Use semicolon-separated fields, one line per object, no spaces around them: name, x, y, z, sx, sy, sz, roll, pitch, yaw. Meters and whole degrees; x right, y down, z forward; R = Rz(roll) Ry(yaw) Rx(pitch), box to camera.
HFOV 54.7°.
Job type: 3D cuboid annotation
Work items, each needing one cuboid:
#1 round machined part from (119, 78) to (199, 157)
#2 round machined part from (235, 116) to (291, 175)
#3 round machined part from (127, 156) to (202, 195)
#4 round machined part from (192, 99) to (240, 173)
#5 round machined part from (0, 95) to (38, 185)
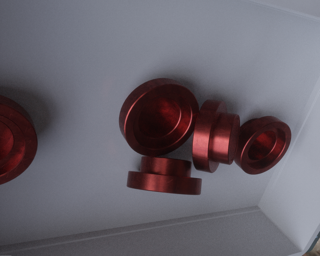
round machined part;-0.004;-0.016;0.385;0.099;0.042;0.097;-14;124;-21
round machined part;0.157;0.023;0.498;0.099;0.042;0.097;-14;124;-21
round machined part;0.007;0.062;0.414;0.099;0.098;0.042;12;80;-33
round machined part;0.079;0.012;0.414;0.098;0.042;0.097;8;91;-67
round machined part;-0.176;0.008;0.306;0.099;0.042;0.097;-14;124;-21
